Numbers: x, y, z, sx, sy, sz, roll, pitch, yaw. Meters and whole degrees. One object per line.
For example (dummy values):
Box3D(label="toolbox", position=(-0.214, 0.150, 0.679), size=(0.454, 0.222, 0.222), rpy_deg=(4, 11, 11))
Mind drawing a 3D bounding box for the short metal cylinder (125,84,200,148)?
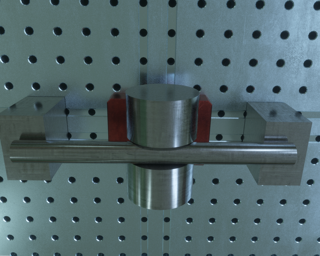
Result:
Box3D(label="short metal cylinder", position=(0.002, -0.017, 0.346), size=(0.081, 0.080, 0.050), rpy_deg=(1, 110, -1))

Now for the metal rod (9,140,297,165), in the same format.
Box3D(label="metal rod", position=(-0.006, 0.027, 0.337), size=(0.302, 0.025, 0.025), rpy_deg=(1, 110, -1))

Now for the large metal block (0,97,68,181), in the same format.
Box3D(label="large metal block", position=(-0.152, 0.010, 0.385), size=(0.050, 0.080, 0.079), rpy_deg=(1, 110, 0))

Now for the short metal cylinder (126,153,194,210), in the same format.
Box3D(label="short metal cylinder", position=(0.000, 0.054, 0.372), size=(0.081, 0.080, 0.050), rpy_deg=(1, 110, -1))

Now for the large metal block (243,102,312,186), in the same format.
Box3D(label="large metal block", position=(0.141, 0.017, 0.390), size=(0.050, 0.080, 0.079), rpy_deg=(1, 110, 0))

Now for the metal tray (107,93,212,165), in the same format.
Box3D(label="metal tray", position=(-0.001, 0.002, 0.411), size=(0.131, 0.030, 0.089), rpy_deg=(1, 110, -1))
